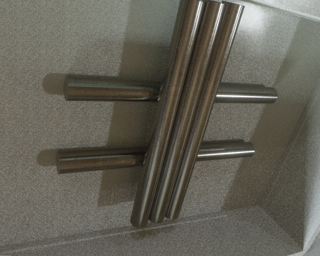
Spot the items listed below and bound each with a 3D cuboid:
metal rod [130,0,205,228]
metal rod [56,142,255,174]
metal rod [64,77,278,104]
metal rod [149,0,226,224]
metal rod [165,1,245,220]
[{"bbox_3d":[0.002,0.001,0.375,0.025,0.025,0.298,-1,119,-28],"label":"metal rod"},{"bbox_3d":[0.013,0.039,0.438,0.303,0.025,0.025,-2,119,-28],"label":"metal rod"},{"bbox_3d":[0.034,-0.045,0.398,0.303,0.025,0.025,-2,119,-28],"label":"metal rod"},{"bbox_3d":[0.025,-0.001,0.386,0.025,0.025,0.298,-1,119,-28],"label":"metal rod"},{"bbox_3d":[0.047,-0.003,0.397,0.025,0.025,0.298,-1,119,-28],"label":"metal rod"}]
